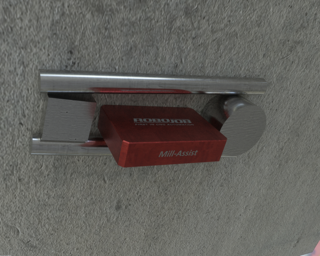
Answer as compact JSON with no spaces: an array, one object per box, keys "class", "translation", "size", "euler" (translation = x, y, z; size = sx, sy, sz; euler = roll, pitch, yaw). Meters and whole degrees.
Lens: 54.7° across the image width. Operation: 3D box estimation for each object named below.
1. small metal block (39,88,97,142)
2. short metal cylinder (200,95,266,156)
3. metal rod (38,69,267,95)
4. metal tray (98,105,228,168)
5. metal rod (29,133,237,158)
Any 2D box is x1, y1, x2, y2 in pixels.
[{"class":"small metal block","translation":[-0.103,-0.013,0.344],"size":[0.050,0.025,0.050],"euler":[4,116,-31]},{"class":"short metal cylinder","translation":[0.103,-0.007,0.444],"size":[0.081,0.050,0.079],"euler":[-14,124,-21]},{"class":"metal rod","translation":[0.012,-0.054,0.382],"size":[0.303,0.025,0.025],"euler":[-3,120,-27]},{"class":"metal tray","translation":[0.002,0.006,0.369],"size":[0.131,0.090,0.030],"euler":[0,118,-28]},{"class":"metal rod","translation":[-0.012,0.026,0.418],"size":[0.302,0.025,0.025],"euler":[4,117,-30]}]
